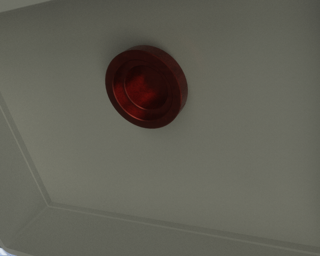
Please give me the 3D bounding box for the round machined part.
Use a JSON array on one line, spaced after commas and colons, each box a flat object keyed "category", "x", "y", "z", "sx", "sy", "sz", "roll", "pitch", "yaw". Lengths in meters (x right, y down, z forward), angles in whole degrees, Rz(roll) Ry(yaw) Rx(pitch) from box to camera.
[{"category": "round machined part", "x": -0.012, "y": -0.051, "z": 0.371, "sx": 0.098, "sy": 0.042, "sz": 0.097, "roll": 13, "pitch": 124, "yaw": 20}]
